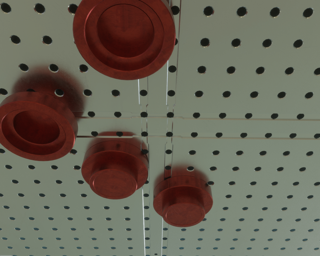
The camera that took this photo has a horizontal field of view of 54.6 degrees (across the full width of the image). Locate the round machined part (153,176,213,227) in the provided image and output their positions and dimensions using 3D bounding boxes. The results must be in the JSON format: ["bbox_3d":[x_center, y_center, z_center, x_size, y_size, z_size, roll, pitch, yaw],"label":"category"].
[{"bbox_3d":[0.038,0.126,0.508,0.099,0.042,0.097,0,130,0],"label":"round machined part"}]

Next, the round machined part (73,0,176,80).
[{"bbox_3d":[-0.034,-0.101,0.314,0.099,0.042,0.097,0,130,0],"label":"round machined part"}]

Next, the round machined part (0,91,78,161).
[{"bbox_3d":[-0.154,-0.006,0.394,0.099,0.042,0.097,0,130,0],"label":"round machined part"}]

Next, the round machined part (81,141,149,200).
[{"bbox_3d":[-0.067,0.069,0.458,0.099,0.042,0.097,0,130,0],"label":"round machined part"}]
